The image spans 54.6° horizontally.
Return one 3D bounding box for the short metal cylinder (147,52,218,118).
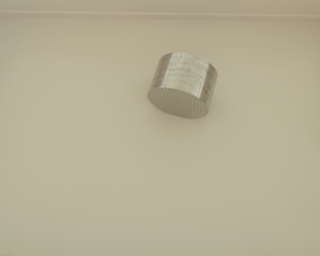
[{"bbox_3d":[0.029,-0.053,0.400,0.080,0.080,0.050,16,71,5],"label":"short metal cylinder"}]
